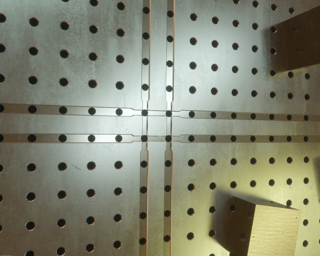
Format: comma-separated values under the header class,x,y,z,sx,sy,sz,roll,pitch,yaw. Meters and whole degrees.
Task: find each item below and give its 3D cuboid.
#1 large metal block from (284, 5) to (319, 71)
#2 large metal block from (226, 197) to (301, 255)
class,x,y,z,sx,sy,sz,roll,pitch,yaw
large metal block,0.241,-0.135,0.471,0.050,0.080,0.080,-8,93,-20
large metal block,0.151,0.150,0.455,0.081,0.050,0.080,12,86,-20
